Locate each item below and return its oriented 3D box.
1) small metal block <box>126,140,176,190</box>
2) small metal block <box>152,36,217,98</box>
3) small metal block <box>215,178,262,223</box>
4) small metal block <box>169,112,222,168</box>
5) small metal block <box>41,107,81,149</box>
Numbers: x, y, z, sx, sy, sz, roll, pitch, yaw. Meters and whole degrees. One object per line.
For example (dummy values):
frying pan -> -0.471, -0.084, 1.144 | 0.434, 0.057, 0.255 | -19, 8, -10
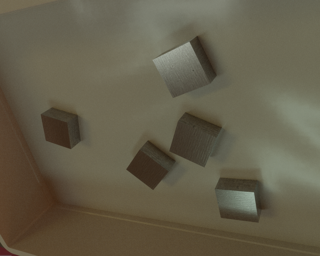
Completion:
small metal block -> -0.014, 0.054, 0.450 | 0.050, 0.025, 0.050 | 37, 129, 3
small metal block -> 0.028, -0.068, 0.352 | 0.050, 0.025, 0.050 | -18, 109, 35
small metal block -> 0.105, 0.095, 0.412 | 0.050, 0.025, 0.050 | -1, 118, 28
small metal block -> 0.045, 0.015, 0.394 | 0.050, 0.025, 0.050 | 24, 127, 13
small metal block -> -0.157, 0.000, 0.492 | 0.050, 0.025, 0.050 | 16, 125, 19
